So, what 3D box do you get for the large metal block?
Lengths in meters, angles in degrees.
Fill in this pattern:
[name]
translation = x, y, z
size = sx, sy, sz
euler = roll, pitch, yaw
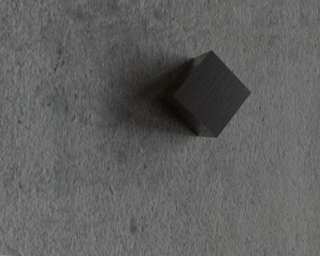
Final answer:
[large metal block]
translation = 0.061, -0.044, 0.419
size = 0.080, 0.050, 0.080
euler = 43, 76, -15
